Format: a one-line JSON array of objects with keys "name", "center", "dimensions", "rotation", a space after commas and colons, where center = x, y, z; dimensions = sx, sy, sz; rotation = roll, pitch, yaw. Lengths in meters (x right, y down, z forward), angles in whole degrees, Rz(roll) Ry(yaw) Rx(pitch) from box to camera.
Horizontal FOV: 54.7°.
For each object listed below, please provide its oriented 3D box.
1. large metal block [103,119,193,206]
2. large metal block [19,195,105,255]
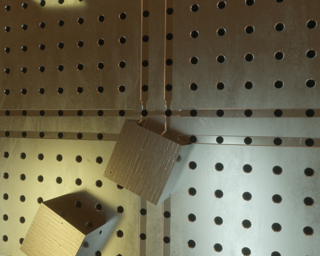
[{"name": "large metal block", "center": [-0.015, 0.041, 0.404], "dimensions": [0.080, 0.050, 0.080], "rotation": [25, 98, 18]}, {"name": "large metal block", "center": [-0.141, 0.157, 0.447], "dimensions": [0.080, 0.050, 0.080], "rotation": [30, 100, 17]}]
